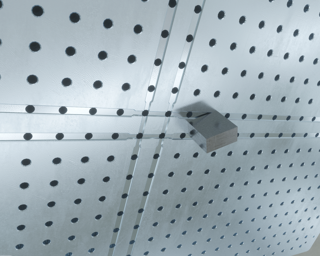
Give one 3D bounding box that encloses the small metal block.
[{"bbox_3d":[0.074,0.005,0.441,0.050,0.050,0.025,-20,126,-17],"label":"small metal block"}]
